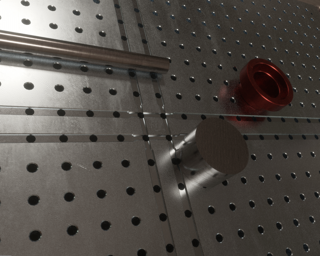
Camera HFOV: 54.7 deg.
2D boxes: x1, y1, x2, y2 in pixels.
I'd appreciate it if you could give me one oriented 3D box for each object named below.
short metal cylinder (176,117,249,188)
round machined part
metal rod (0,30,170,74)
[{"bbox_3d":[0.069,0.033,0.411,0.081,0.050,0.080,14,56,-21],"label":"short metal cylinder"},{"bbox_3d":[0.178,-0.070,0.539,0.099,0.042,0.098,14,56,-21],"label":"round machined part"},{"bbox_3d":[-0.126,-0.101,0.402,0.303,0.025,0.025,3,61,-27],"label":"metal rod"}]
